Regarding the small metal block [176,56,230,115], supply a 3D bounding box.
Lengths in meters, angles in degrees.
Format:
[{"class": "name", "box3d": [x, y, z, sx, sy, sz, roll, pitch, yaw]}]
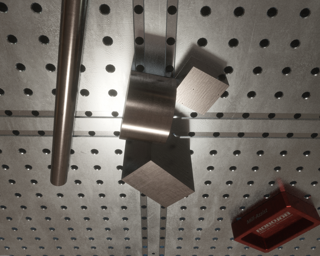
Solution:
[{"class": "small metal block", "box3d": [0.045, -0.050, 0.370, 0.050, 0.025, 0.050, 24, 126, -20]}]

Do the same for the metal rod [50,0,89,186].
[{"class": "metal rod", "box3d": [-0.117, -0.030, 0.384, 0.025, 0.025, 0.298, 11, 129, -10]}]

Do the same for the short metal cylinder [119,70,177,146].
[{"class": "short metal cylinder", "box3d": [-0.015, -0.023, 0.356, 0.050, 0.080, 0.079, 10, 129, -8]}]

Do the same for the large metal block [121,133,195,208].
[{"class": "large metal block", "box3d": [-0.002, 0.046, 0.415, 0.050, 0.080, 0.080, -36, 122, 26]}]

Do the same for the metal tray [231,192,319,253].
[{"class": "metal tray", "box3d": [0.207, 0.174, 0.559, 0.090, 0.030, 0.129, 28, 124, -23]}]
